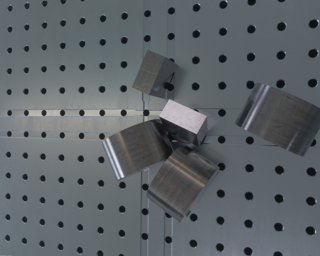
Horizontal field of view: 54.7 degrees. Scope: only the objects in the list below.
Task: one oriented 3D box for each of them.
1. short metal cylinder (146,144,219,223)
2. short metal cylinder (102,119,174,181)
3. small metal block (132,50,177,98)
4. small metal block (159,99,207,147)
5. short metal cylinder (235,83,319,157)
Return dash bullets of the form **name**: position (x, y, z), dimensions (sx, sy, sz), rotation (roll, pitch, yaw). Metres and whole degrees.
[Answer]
- **short metal cylinder**: position (0.028, 0.066, 0.373), dimensions (0.050, 0.080, 0.080), rotation (34, 101, 16)
- **short metal cylinder**: position (-0.026, 0.028, 0.393), dimensions (0.080, 0.080, 0.050), rotation (-26, 82, 18)
- **small metal block**: position (-0.006, -0.068, 0.401), dimensions (0.025, 0.050, 0.050), rotation (27, 99, 18)
- **small metal block**: position (0.031, -0.005, 0.385), dimensions (0.050, 0.050, 0.025), rotation (26, 76, 18)
- **short metal cylinder**: position (0.130, -0.010, 0.337), dimensions (0.080, 0.080, 0.050), rotation (28, 99, 17)
